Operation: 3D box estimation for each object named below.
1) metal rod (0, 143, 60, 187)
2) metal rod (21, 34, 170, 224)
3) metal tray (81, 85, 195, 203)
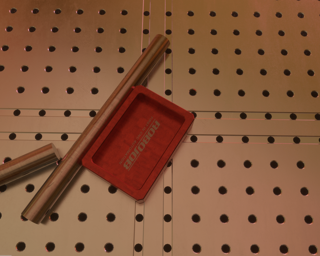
[{"bbox_3d":[-0.270,0.091,0.374,0.302,0.025,0.025,-24,72,-9],"label":"metal rod"},{"bbox_3d":[-0.075,-0.011,0.414,0.025,0.025,0.300,31,72,10],"label":"metal rod"},{"bbox_3d":[-0.026,0.018,0.401,0.090,0.030,0.130,31,72,10],"label":"metal tray"}]
